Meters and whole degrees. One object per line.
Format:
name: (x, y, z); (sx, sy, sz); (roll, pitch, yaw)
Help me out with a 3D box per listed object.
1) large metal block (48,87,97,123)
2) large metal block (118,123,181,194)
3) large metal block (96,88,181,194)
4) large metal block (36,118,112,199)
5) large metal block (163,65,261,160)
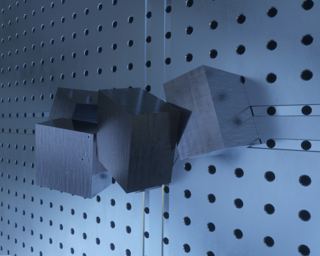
large metal block: (-0.117, -0.011, 0.466); (0.050, 0.081, 0.079); (37, 112, 33)
large metal block: (-0.024, 0.026, 0.410); (0.080, 0.050, 0.079); (39, 114, 32)
large metal block: (-0.027, 0.008, 0.323); (0.080, 0.050, 0.079); (35, 126, 50)
large metal block: (-0.107, 0.035, 0.394); (0.080, 0.050, 0.079); (9, 104, 18)
large metal block: (0.056, -0.014, 0.326); (0.050, 0.081, 0.080); (-21, 77, 38)
